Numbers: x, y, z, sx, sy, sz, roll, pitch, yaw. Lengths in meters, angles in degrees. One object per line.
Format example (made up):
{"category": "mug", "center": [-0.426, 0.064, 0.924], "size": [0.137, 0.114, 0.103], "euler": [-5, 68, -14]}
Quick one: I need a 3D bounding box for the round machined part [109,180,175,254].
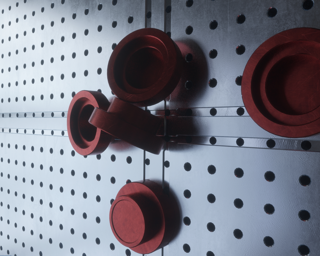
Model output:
{"category": "round machined part", "center": [-0.031, 0.123, 0.422], "size": [0.098, 0.042, 0.097], "euler": [0, 90, 39]}

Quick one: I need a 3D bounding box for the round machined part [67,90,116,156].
{"category": "round machined part", "center": [-0.099, -0.008, 0.473], "size": [0.098, 0.042, 0.097], "euler": [1, 92, 45]}

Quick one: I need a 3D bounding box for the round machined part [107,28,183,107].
{"category": "round machined part", "center": [-0.016, -0.074, 0.398], "size": [0.098, 0.042, 0.098], "euler": [-6, 76, 25]}

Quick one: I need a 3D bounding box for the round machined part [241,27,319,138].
{"category": "round machined part", "center": [0.131, -0.040, 0.290], "size": [0.098, 0.042, 0.097], "euler": [0, 90, 39]}

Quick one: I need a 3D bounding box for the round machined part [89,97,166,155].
{"category": "round machined part", "center": [-0.036, -0.006, 0.393], "size": [0.098, 0.098, 0.042], "euler": [25, 88, 37]}
